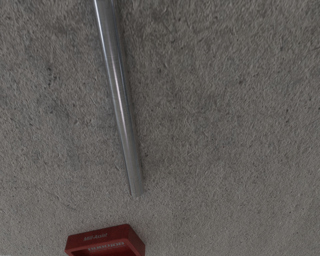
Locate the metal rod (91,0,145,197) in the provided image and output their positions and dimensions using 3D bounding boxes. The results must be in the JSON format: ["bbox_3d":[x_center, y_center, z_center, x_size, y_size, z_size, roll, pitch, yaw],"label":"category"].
[{"bbox_3d":[-0.046,-0.014,0.394,0.025,0.025,0.298,-3,130,2],"label":"metal rod"}]

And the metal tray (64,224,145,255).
[{"bbox_3d":[-0.104,0.234,0.601,0.130,0.030,0.090,-15,129,12],"label":"metal tray"}]
